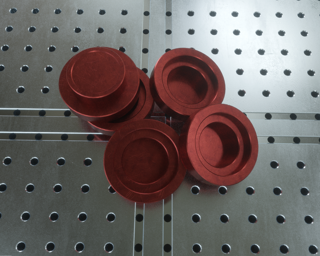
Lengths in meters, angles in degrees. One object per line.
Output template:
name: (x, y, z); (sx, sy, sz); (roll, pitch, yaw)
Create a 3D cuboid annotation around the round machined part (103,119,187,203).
round machined part: (-0.019, 0.040, 0.379); (0.099, 0.042, 0.097); (1, 84, -10)

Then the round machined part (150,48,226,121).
round machined part: (0.033, -0.054, 0.413); (0.099, 0.042, 0.098); (6, 70, -16)

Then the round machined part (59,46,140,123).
round machined part: (-0.075, -0.059, 0.378); (0.099, 0.042, 0.098); (0, 70, -1)

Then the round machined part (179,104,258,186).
round machined part: (0.068, 0.022, 0.383); (0.099, 0.042, 0.097); (3, 80, -21)

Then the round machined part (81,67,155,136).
round machined part: (-0.056, -0.035, 0.414); (0.099, 0.042, 0.098); (0, 70, -1)
